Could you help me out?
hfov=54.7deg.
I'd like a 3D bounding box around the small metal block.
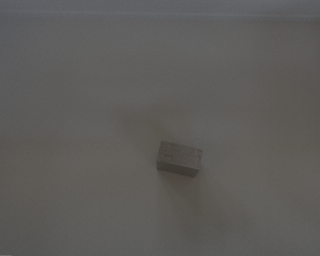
[{"bbox_3d":[0.023,0.039,0.382,0.050,0.050,0.025,12,71,4],"label":"small metal block"}]
